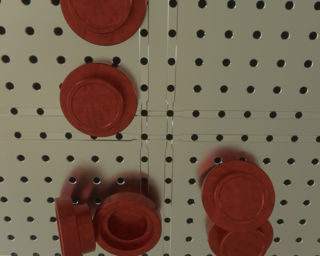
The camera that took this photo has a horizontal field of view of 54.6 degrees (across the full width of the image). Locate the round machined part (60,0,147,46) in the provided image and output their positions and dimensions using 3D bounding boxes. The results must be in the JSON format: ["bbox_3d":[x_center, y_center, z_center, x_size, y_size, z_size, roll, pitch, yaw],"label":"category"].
[{"bbox_3d":[-0.065,-0.143,0.351,0.099,0.042,0.097,0,110,0],"label":"round machined part"}]

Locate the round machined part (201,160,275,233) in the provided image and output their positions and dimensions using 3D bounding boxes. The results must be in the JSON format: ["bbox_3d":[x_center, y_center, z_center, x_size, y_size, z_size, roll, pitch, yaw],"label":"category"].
[{"bbox_3d":[0.106,0.092,0.420,0.098,0.042,0.098,0,85,4],"label":"round machined part"}]

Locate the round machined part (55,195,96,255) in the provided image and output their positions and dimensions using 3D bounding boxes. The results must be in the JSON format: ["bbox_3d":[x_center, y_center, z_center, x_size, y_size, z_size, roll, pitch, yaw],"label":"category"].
[{"bbox_3d":[-0.117,0.142,0.431,0.042,0.098,0.097,-8,112,-22],"label":"round machined part"}]

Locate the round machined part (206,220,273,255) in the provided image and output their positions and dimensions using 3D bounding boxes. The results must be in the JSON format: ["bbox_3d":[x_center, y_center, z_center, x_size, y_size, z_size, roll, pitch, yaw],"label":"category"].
[{"bbox_3d":[0.122,0.166,0.466,0.099,0.042,0.097,0,110,0],"label":"round machined part"}]

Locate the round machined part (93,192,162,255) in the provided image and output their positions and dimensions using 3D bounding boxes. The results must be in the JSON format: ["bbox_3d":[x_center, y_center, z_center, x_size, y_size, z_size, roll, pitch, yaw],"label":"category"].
[{"bbox_3d":[-0.047,0.135,0.454,0.099,0.042,0.097,0,110,-1],"label":"round machined part"}]

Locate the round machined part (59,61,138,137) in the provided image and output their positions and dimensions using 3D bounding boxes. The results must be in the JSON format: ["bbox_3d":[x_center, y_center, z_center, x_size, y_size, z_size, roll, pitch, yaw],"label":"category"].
[{"bbox_3d":[-0.078,-0.033,0.391,0.099,0.042,0.097,0,110,0],"label":"round machined part"}]
